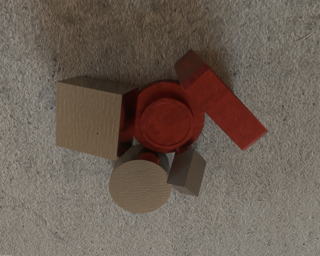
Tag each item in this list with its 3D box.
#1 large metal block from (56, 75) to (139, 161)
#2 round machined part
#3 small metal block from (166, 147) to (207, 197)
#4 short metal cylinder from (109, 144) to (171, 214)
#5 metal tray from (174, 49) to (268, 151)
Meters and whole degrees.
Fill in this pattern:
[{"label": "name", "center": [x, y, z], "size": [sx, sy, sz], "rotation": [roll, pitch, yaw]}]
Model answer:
[{"label": "large metal block", "center": [-0.077, -0.014, 0.378], "size": [0.080, 0.050, 0.079], "rotation": [13, 111, 13]}, {"label": "round machined part", "center": [0.009, -0.011, 0.399], "size": [0.099, 0.042, 0.097], "rotation": [0, 110, -1]}, {"label": "small metal block", "center": [0.037, 0.058, 0.408], "size": [0.025, 0.050, 0.050], "rotation": [6, 158, 30]}, {"label": "short metal cylinder", "center": [-0.026, 0.068, 0.423], "size": [0.081, 0.050, 0.079], "rotation": [0, 110, -1]}, {"label": "metal tray", "center": [0.060, -0.038, 0.341], "size": [0.030, 0.130, 0.090], "rotation": [-43, 105, 14]}]
